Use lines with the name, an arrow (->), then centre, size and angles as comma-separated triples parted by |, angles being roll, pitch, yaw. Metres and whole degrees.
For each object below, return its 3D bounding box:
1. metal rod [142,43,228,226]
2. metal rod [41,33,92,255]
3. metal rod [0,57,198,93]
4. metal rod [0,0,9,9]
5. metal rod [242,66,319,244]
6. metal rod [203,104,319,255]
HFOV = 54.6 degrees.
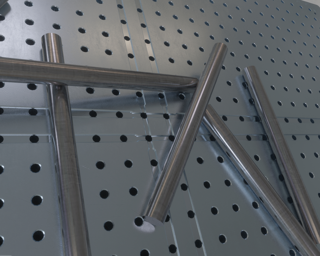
metal rod -> 0.045, -0.013, 0.421 | 0.025, 0.025, 0.300 | 30, 57, -9
metal rod -> -0.105, 0.018, 0.340 | 0.025, 0.025, 0.299 | -1, 62, -29
metal rod -> -0.068, -0.062, 0.384 | 0.302, 0.025, 0.025 | -2, 62, -37
metal rod -> -0.243, -0.066, 0.317 | 0.025, 0.025, 0.300 | 27, 52, -12
metal rod -> 0.189, 0.028, 0.491 | 0.025, 0.025, 0.299 | 2, 61, -27
metal rod -> 0.149, 0.092, 0.430 | 0.025, 0.025, 0.299 | -27, 76, -37
